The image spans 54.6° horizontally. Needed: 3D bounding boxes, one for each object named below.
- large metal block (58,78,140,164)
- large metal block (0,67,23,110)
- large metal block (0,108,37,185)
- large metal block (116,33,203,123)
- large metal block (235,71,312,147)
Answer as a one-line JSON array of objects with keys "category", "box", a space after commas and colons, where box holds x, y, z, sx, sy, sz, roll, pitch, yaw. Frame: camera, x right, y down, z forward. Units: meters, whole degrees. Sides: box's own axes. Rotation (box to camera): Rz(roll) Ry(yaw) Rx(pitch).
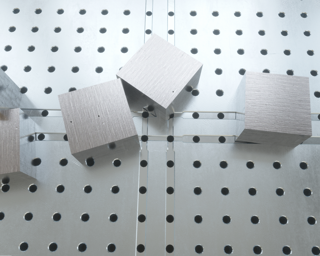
[{"category": "large metal block", "box": [-0.077, -0.008, 0.401, 0.080, 0.050, 0.080, -17, 71, -6]}, {"category": "large metal block", "box": [-0.237, -0.044, 0.397, 0.080, 0.080, 0.050, 3, 70, 1]}, {"category": "large metal block", "box": [-0.206, 0.027, 0.388, 0.080, 0.050, 0.080, -9, 70, -3]}, {"category": "large metal block", "box": [0.000, -0.068, 0.423, 0.080, 0.050, 0.080, 35, 74, 12]}, {"category": "large metal block", "box": [0.146, -0.024, 0.408, 0.080, 0.050, 0.080, 6, 70, 2]}]
